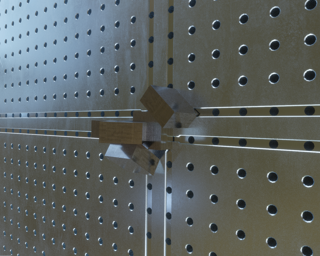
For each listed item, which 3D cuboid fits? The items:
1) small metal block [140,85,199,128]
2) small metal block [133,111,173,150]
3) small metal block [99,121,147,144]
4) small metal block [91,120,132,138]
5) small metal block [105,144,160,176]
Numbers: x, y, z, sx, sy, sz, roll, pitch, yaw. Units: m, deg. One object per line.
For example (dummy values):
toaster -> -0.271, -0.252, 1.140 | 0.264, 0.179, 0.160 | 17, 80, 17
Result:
small metal block -> 0.012, -0.026, 0.384 | 0.050, 0.050, 0.025 | 51, 119, 28
small metal block -> -0.010, 0.003, 0.419 | 0.050, 0.025, 0.050 | 2, 91, 39
small metal block -> -0.044, 0.005, 0.385 | 0.050, 0.050, 0.025 | 2, 92, 3
small metal block -> -0.063, 0.002, 0.445 | 0.050, 0.050, 0.025 | 2, 92, 40
small metal block -> -0.037, 0.040, 0.422 | 0.050, 0.050, 0.025 | 2, 60, 40
